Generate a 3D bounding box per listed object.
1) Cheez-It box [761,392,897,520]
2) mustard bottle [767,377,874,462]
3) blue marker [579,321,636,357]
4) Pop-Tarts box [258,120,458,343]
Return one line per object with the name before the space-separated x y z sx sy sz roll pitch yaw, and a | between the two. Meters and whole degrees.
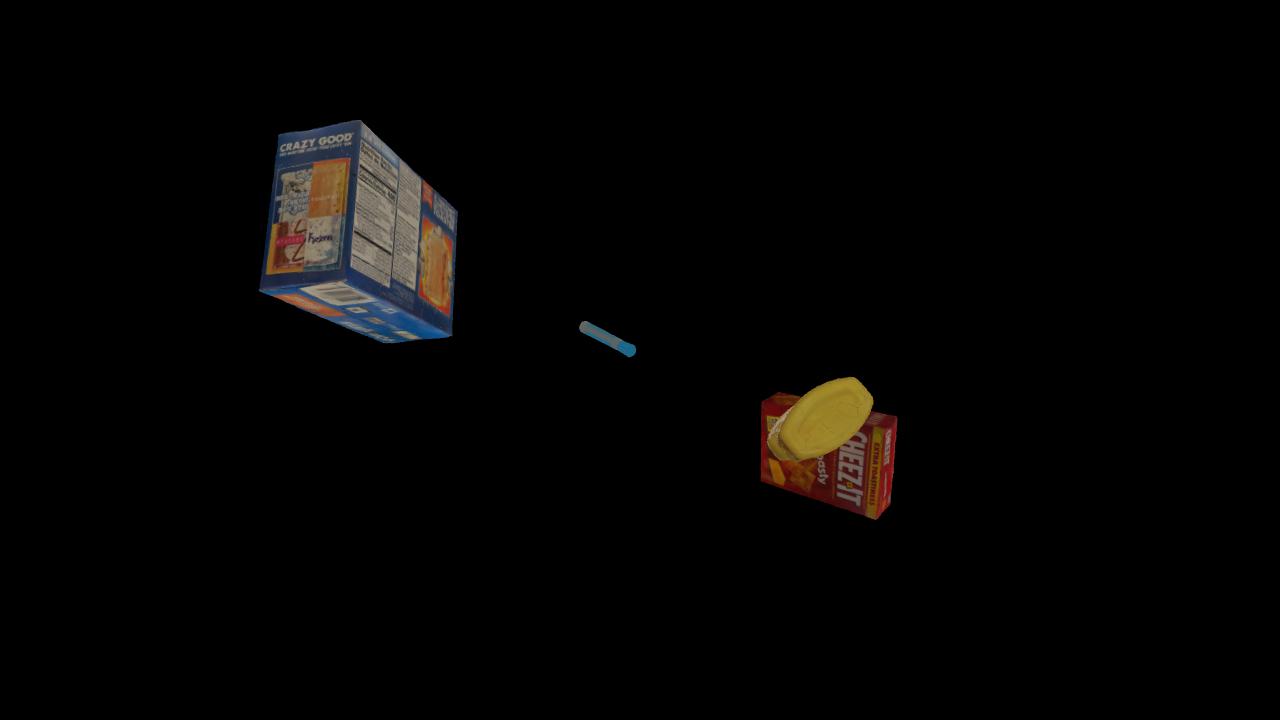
Cheez-It box | 0.321 0.160 1.070 0.223 0.166 0.071 12 23 39
mustard bottle | 0.171 0.066 0.623 0.092 0.054 0.184 -43 -11 -4
blue marker | -0.048 -0.031 0.902 0.020 0.020 0.121 0 20 -43
Pop-Tarts box | -0.244 -0.105 0.562 0.083 0.141 0.167 -4 -13 10
